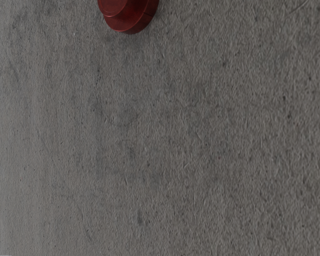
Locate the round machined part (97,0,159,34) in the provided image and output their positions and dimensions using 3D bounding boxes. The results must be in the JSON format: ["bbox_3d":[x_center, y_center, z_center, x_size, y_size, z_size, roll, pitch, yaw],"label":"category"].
[{"bbox_3d":[-0.051,-0.186,0.436,0.098,0.042,0.097,0,90,40],"label":"round machined part"}]
